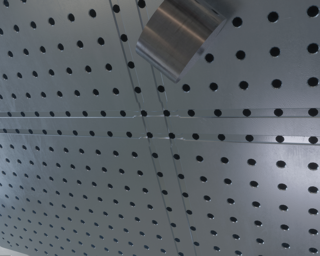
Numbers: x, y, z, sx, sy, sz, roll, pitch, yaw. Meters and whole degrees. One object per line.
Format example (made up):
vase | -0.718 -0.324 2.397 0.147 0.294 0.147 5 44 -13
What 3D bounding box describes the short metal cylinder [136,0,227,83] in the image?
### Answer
short metal cylinder | 0.021 -0.091 0.308 0.050 0.080 0.080 39 129 1
